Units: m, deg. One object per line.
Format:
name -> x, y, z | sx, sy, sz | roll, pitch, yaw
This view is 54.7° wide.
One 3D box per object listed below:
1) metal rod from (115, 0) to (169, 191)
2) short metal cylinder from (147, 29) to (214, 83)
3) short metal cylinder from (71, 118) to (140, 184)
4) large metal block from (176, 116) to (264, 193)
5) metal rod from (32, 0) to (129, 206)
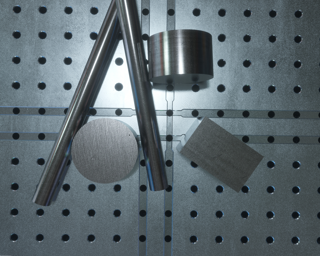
metal rod -> -0.027, -0.066, 0.398 | 0.025, 0.025, 0.298 | -10, 96, 0
short metal cylinder -> 0.025, -0.086, 0.386 | 0.081, 0.080, 0.050 | -2, 90, 0
short metal cylinder -> -0.067, 0.028, 0.400 | 0.081, 0.050, 0.079 | 0, 90, 0
large metal block -> 0.069, 0.029, 0.386 | 0.080, 0.080, 0.050 | 35, 90, 0
metal rod -> -0.102, -0.040, 0.412 | 0.025, 0.025, 0.299 | 22, 90, 0
